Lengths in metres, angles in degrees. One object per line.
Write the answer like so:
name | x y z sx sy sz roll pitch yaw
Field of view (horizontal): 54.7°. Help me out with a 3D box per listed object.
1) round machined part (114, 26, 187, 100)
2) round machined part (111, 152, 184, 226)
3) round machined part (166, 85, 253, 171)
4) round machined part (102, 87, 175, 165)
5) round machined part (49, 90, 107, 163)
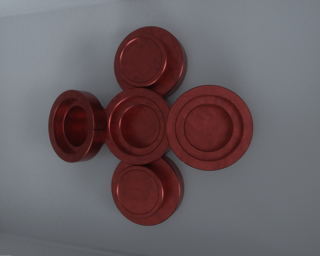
round machined part | -0.017 -0.085 0.406 0.098 0.042 0.097 0 90 20
round machined part | -0.021 0.080 0.407 0.098 0.042 0.097 0 90 20
round machined part | 0.057 0.000 0.371 0.099 0.042 0.097 0 90 3
round machined part | -0.023 -0.002 0.407 0.098 0.042 0.097 0 90 20
round machined part | -0.108 -0.002 0.429 0.098 0.042 0.097 0 90 37
